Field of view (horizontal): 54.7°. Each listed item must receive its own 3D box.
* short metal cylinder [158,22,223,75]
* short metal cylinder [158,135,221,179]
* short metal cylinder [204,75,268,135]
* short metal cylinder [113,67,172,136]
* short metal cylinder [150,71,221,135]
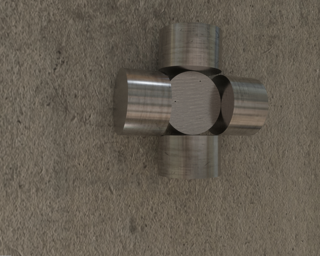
[{"bbox_3d":[0.038,-0.097,0.395,0.081,0.080,0.050,2,90,-20],"label":"short metal cylinder"},{"bbox_3d":[0.037,0.034,0.396,0.081,0.080,0.050,0,90,-20],"label":"short metal cylinder"},{"bbox_3d":[0.099,-0.030,0.419,0.050,0.080,0.079,2,90,-20],"label":"short metal cylinder"},{"bbox_3d":[-0.024,-0.030,0.373,0.050,0.080,0.079,2,90,-20],"label":"short metal cylinder"},{"bbox_3d":[0.032,-0.031,0.410,0.081,0.050,0.079,0,90,-21],"label":"short metal cylinder"}]
